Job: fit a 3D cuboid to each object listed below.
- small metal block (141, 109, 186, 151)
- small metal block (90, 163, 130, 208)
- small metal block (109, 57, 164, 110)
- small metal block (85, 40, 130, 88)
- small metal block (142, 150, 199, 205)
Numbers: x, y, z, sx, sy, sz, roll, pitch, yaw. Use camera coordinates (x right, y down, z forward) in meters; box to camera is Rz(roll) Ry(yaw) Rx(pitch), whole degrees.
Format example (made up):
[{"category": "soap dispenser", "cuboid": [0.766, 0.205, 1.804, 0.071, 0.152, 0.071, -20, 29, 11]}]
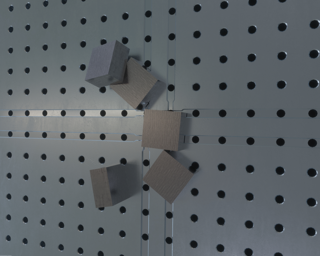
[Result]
[{"category": "small metal block", "cuboid": [0.005, 0.002, 0.411, 0.050, 0.025, 0.050, 6, 92, 20]}, {"category": "small metal block", "cuboid": [-0.068, 0.077, 0.424, 0.025, 0.050, 0.050, -11, 86, 20]}, {"category": "small metal block", "cuboid": [-0.032, -0.060, 0.424, 0.050, 0.025, 0.050, 42, 103, 15]}, {"category": "small metal block", "cuboid": [-0.072, -0.086, 0.422, 0.050, 0.025, 0.050, -5, 69, 41]}, {"category": "small metal block", "cuboid": [0.014, 0.063, 0.408, 0.050, 0.025, 0.050, 38, 102, 16]}]
